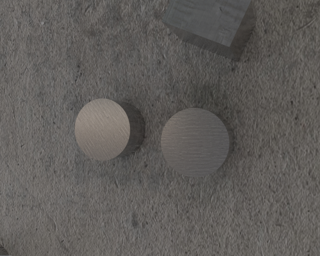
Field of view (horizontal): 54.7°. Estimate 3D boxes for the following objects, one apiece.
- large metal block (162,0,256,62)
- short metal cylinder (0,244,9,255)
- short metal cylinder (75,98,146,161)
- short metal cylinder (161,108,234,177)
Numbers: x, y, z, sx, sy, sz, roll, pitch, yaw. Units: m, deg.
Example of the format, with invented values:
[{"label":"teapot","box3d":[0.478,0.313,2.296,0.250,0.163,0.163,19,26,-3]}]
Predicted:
[{"label":"large metal block","box3d":[0.060,-0.121,0.359,0.080,0.080,0.050,27,99,18]},{"label":"short metal cylinder","box3d":[-0.289,0.231,0.498,0.080,0.050,0.080,0,90,20]},{"label":"short metal cylinder","box3d":[-0.066,0.002,0.419,0.080,0.050,0.080,0,90,20]},{"label":"short metal cylinder","box3d":[0.047,0.017,0.379,0.080,0.050,0.080,0,90,20]}]
